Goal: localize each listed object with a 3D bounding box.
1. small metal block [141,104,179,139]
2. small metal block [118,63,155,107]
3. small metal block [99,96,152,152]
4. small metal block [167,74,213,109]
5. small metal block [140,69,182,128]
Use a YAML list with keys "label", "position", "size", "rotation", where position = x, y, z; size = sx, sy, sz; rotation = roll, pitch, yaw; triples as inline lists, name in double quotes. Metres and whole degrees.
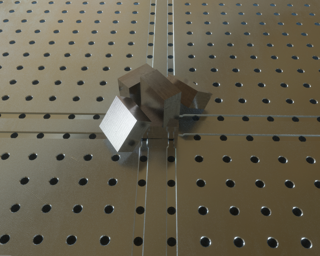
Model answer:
- label: "small metal block"
  position: [-0.001, -0.013, 0.418]
  size: [0.050, 0.025, 0.050]
  rotation: [1, 50, -1]
- label: "small metal block"
  position: [-0.030, -0.056, 0.438]
  size: [0.050, 0.050, 0.025]
  rotation: [-34, 58, -25]
- label: "small metal block"
  position: [-0.045, -0.005, 0.392]
  size: [0.025, 0.050, 0.050]
  rotation: [5, 36, -48]
- label: "small metal block"
  position: [0.038, -0.050, 0.433]
  size: [0.050, 0.025, 0.050]
  rotation: [35, 19, 26]
- label: "small metal block"
  position: [0.000, -0.037, 0.390]
  size: [0.025, 0.050, 0.050]
  rotation: [-29, 56, -23]
